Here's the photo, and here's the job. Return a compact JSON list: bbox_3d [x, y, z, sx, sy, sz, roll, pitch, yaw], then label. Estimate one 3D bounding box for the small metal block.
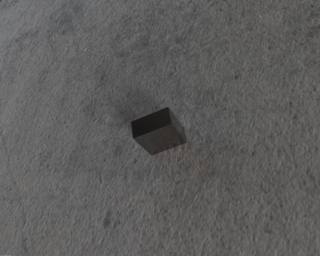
[{"bbox_3d":[-0.001,0.005,0.384,0.050,0.050,0.025,-21,54,15],"label":"small metal block"}]
